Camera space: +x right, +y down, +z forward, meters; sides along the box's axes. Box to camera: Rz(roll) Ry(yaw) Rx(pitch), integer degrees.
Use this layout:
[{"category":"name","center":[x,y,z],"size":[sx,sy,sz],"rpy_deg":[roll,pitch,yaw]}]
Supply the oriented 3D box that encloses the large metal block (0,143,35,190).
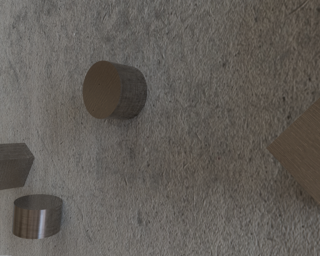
[{"category":"large metal block","center":[-0.315,0.079,0.629],"size":[0.050,0.081,0.080],"rpy_deg":[43,116,31]}]

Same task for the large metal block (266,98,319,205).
[{"category":"large metal block","center":[0.155,0.019,0.261],"size":[0.080,0.050,0.080],"rpy_deg":[-52,60,27]}]

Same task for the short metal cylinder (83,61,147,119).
[{"category":"short metal cylinder","center":[-0.065,-0.052,0.442],"size":[0.080,0.050,0.080],"rpy_deg":[0,90,40]}]

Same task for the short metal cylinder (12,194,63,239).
[{"category":"short metal cylinder","center":[-0.216,0.154,0.547],"size":[0.080,0.081,0.050],"rpy_deg":[11,97,39]}]
